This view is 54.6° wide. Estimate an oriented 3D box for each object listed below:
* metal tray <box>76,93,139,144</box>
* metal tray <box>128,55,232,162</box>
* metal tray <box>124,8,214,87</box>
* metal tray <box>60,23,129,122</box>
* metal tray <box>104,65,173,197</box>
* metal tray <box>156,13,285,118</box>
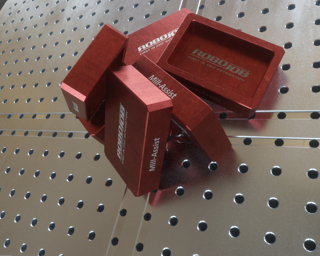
[{"bbox_3d":[-0.066,-0.050,0.471,0.130,0.030,0.090,-43,52,-2],"label":"metal tray"},{"bbox_3d":[0.021,-0.024,0.370,0.030,0.090,0.130,-44,51,-2],"label":"metal tray"},{"bbox_3d":[0.007,-0.116,0.450,0.131,0.030,0.090,-29,54,-8],"label":"metal tray"},{"bbox_3d":[-0.081,-0.063,0.393,0.030,0.130,0.090,33,76,-5],"label":"metal tray"},{"bbox_3d":[-0.031,0.005,0.361,0.030,0.129,0.090,-16,43,-30],"label":"metal tray"},{"bbox_3d":[0.073,-0.080,0.385,0.130,0.030,0.090,27,75,14],"label":"metal tray"}]
